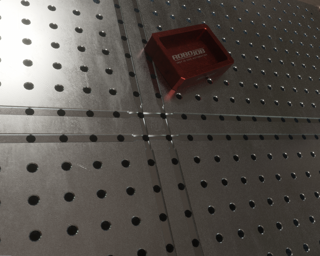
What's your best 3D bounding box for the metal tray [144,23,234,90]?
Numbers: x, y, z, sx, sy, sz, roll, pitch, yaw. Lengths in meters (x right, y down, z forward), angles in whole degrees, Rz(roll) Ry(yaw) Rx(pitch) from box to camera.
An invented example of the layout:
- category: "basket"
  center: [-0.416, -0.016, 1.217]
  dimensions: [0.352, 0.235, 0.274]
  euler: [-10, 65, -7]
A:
- category: "metal tray"
  center: [0.051, -0.120, 0.507]
  dimensions: [0.131, 0.030, 0.090]
  euler: [-24, 75, -37]
